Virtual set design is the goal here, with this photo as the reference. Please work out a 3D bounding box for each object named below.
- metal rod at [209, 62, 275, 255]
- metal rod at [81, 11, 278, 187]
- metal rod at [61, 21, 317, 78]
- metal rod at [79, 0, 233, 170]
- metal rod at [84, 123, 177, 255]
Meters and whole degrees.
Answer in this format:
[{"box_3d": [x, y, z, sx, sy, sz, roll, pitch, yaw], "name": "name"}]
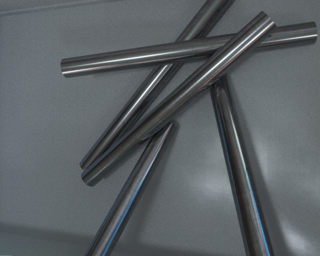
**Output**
[{"box_3d": [0.084, 0.051, 0.318, 0.025, 0.025, 0.299, -17, 60, 19], "name": "metal rod"}, {"box_3d": [0.009, -0.022, 0.376, 0.299, 0.025, 0.025, -41, 78, 19], "name": "metal rod"}, {"box_3d": [0.026, -0.092, 0.375, 0.301, 0.025, 0.025, -6, 88, 10], "name": "metal rod"}, {"box_3d": [-0.012, -0.055, 0.413, 0.025, 0.025, 0.299, 43, 103, 14], "name": "metal rod"}, {"box_3d": [-0.056, 0.116, 0.346, 0.025, 0.025, 0.300, 21, 64, 18], "name": "metal rod"}]
